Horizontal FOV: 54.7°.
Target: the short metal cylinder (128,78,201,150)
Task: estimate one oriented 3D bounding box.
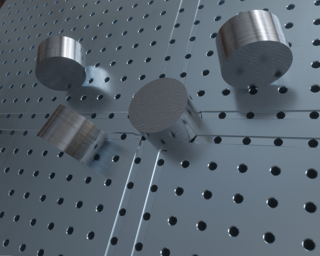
[{"bbox_3d":[0.007,-0.018,0.399,0.080,0.050,0.080,-13,56,21],"label":"short metal cylinder"}]

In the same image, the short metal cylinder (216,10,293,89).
[{"bbox_3d":[0.110,-0.092,0.371,0.080,0.080,0.050,-15,56,19],"label":"short metal cylinder"}]

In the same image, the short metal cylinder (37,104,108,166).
[{"bbox_3d":[-0.120,0.011,0.429,0.080,0.080,0.050,23,74,36],"label":"short metal cylinder"}]

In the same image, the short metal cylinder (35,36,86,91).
[{"bbox_3d":[-0.167,-0.108,0.527,0.080,0.080,0.050,-21,54,16],"label":"short metal cylinder"}]
